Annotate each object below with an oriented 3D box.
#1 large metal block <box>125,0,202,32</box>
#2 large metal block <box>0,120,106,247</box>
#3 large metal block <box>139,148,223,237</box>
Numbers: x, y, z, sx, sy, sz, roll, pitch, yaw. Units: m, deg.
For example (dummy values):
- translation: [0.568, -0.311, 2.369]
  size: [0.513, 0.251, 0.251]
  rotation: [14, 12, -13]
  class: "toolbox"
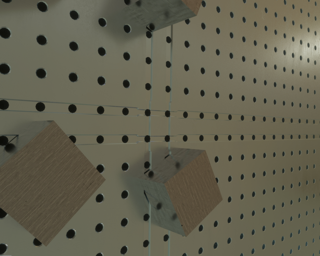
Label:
- translation: [0.012, -0.176, 0.382]
  size: [0.050, 0.080, 0.080]
  rotation: [31, 71, -36]
  class: "large metal block"
- translation: [-0.115, 0.049, 0.296]
  size: [0.080, 0.050, 0.080]
  rotation: [-49, 119, -29]
  class: "large metal block"
- translation: [0.030, 0.083, 0.417]
  size: [0.080, 0.050, 0.080]
  rotation: [-34, 111, -35]
  class: "large metal block"
